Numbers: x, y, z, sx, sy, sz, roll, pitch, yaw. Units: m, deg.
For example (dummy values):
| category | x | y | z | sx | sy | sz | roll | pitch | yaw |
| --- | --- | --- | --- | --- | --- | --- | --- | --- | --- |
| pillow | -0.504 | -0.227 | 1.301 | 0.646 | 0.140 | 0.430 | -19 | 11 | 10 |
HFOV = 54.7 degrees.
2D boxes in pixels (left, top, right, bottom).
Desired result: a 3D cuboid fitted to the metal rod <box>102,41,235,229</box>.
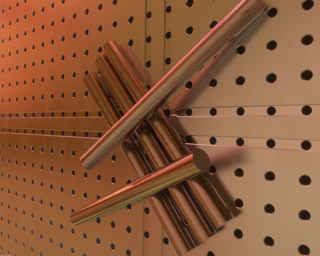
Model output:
| category | x | y | z | sx | sy | sz | roll | pitch | yaw |
| --- | --- | --- | --- | --- | --- | --- | --- | --- | --- |
| metal rod | -0.001 | -0.008 | 0.408 | 0.025 | 0.025 | 0.299 | -47 | 62 | 29 |

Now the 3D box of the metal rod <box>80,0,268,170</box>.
| category | x | y | z | sx | sy | sz | roll | pitch | yaw |
| --- | --- | --- | --- | --- | --- | --- | --- | --- | --- |
| metal rod | 0.001 | -0.043 | 0.380 | 0.299 | 0.025 | 0.025 | -42 | 65 | 23 |

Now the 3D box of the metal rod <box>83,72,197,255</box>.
| category | x | y | z | sx | sy | sz | roll | pitch | yaw |
| --- | --- | --- | --- | --- | --- | --- | --- | --- | --- |
| metal rod | -0.038 | 0.035 | 0.439 | 0.025 | 0.025 | 0.299 | -46 | 63 | 30 |

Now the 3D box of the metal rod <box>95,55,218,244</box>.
| category | x | y | z | sx | sy | sz | roll | pitch | yaw |
| --- | --- | --- | --- | --- | --- | --- | --- | --- | --- |
| metal rod | -0.016 | 0.012 | 0.421 | 0.025 | 0.025 | 0.299 | -46 | 63 | 30 |

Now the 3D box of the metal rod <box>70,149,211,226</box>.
| category | x | y | z | sx | sy | sz | roll | pitch | yaw |
| --- | --- | --- | --- | --- | --- | --- | --- | --- | --- |
| metal rod | -0.048 | 0.092 | 0.420 | 0.299 | 0.025 | 0.025 | -33 | 70 | 43 |
